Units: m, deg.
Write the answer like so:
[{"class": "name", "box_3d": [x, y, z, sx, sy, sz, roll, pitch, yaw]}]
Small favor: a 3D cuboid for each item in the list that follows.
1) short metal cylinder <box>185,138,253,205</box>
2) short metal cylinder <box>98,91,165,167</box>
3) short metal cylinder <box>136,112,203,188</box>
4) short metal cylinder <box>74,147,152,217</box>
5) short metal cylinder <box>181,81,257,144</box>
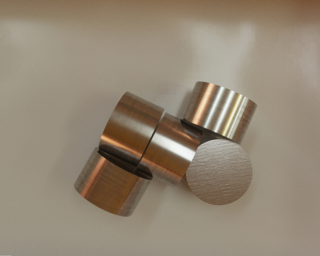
[{"class": "short metal cylinder", "box_3d": [0.071, 0.053, 0.398, 0.081, 0.050, 0.079, 0, 90, -1]}, {"class": "short metal cylinder", "box_3d": [-0.034, 0.001, 0.382, 0.050, 0.080, 0.080, 26, 90, -1]}, {"class": "short metal cylinder", "box_3d": [0.012, 0.027, 0.383, 0.050, 0.080, 0.080, 27, 90, -1]}, {"class": "short metal cylinder", "box_3d": [-0.057, 0.065, 0.382, 0.080, 0.080, 0.050, 29, 90, -1]}, {"class": "short metal cylinder", "box_3d": [0.072, -0.018, 0.383, 0.080, 0.080, 0.050, 23, 90, -1]}]
